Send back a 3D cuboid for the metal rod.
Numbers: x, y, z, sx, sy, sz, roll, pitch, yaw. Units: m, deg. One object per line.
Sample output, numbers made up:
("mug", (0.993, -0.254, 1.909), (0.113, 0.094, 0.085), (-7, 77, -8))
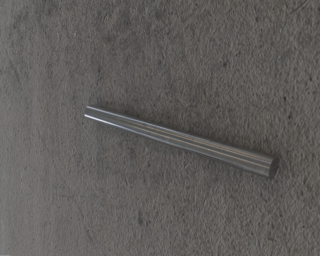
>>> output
("metal rod", (0.002, 0.007, 0.404), (0.300, 0.025, 0.025), (16, 100, 39))
